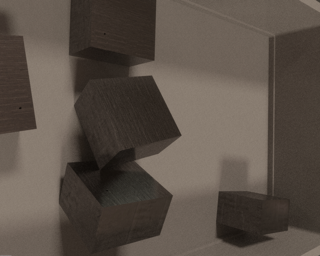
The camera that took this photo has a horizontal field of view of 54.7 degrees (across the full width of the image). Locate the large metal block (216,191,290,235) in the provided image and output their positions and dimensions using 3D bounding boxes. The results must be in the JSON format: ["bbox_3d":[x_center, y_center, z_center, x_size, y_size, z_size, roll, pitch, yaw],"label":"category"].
[{"bbox_3d":[0.150,0.134,0.500,0.081,0.080,0.050,10,84,-40],"label":"large metal block"}]

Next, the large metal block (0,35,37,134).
[{"bbox_3d":[-0.158,-0.033,0.258,0.081,0.050,0.079,-11,97,-40],"label":"large metal block"}]

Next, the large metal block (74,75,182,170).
[{"bbox_3d":[-0.036,-0.009,0.341,0.081,0.050,0.080,-12,70,-40],"label":"large metal block"}]

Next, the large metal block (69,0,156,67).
[{"bbox_3d":[-0.052,-0.118,0.348,0.081,0.050,0.079,2,89,-40],"label":"large metal block"}]

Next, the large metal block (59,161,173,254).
[{"bbox_3d":[-0.048,0.075,0.324,0.081,0.080,0.050,1,113,-40],"label":"large metal block"}]
